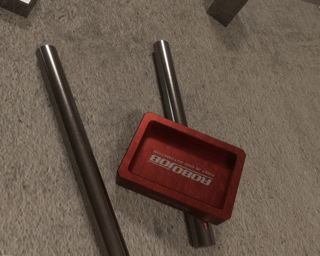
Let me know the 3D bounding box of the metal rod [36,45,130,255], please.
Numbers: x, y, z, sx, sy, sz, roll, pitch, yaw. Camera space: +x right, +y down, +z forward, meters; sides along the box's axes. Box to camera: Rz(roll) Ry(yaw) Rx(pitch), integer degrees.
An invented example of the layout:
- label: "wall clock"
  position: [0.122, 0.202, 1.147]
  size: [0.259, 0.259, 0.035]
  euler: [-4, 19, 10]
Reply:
- label: "metal rod"
  position: [-0.084, 0.034, 0.338]
  size: [0.025, 0.025, 0.299]
  euler: [-11, 68, -33]

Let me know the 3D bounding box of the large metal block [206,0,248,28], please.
- label: "large metal block"
  position: [0.144, -0.259, 0.607]
  size: [0.050, 0.080, 0.080]
  euler: [36, 51, -5]

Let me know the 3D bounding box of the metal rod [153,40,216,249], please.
- label: "metal rod"
  position: [0.026, 0.003, 0.417]
  size: [0.025, 0.025, 0.299]
  euler: [4, 60, -27]

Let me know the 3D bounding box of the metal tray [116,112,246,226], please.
- label: "metal tray"
  position: [0.026, 0.045, 0.361]
  size: [0.131, 0.030, 0.090]
  euler: [22, 60, 1]

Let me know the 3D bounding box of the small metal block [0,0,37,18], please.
- label: "small metal block"
  position: [-0.192, -0.181, 0.411]
  size: [0.050, 0.025, 0.050]
  euler: [20, 54, -17]
